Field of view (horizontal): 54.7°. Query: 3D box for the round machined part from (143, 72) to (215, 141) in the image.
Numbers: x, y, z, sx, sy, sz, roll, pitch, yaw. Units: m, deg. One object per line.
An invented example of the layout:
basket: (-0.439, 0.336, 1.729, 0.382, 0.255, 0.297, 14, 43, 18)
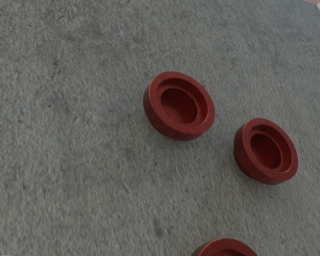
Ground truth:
round machined part: (0.022, -0.025, 0.422, 0.099, 0.042, 0.098, 14, 56, -21)

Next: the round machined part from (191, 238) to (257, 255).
round machined part: (0.066, 0.171, 0.326, 0.099, 0.042, 0.098, 14, 56, -21)

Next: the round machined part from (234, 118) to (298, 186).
round machined part: (0.148, 0.037, 0.452, 0.099, 0.042, 0.098, 14, 56, -21)
